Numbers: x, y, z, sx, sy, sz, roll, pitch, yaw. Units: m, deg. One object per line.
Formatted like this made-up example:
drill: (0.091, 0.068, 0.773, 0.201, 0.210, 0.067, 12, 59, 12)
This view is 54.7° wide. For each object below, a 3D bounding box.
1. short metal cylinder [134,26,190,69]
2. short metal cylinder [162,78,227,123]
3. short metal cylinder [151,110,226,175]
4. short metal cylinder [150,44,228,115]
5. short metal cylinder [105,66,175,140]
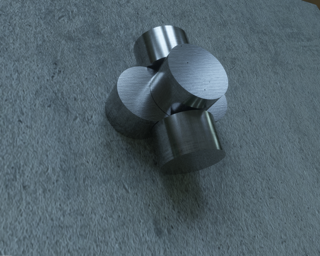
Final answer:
short metal cylinder: (0.007, -0.096, 0.434, 0.081, 0.080, 0.050, 0, 62, -29)
short metal cylinder: (0.046, -0.032, 0.435, 0.081, 0.050, 0.080, 14, 56, -21)
short metal cylinder: (0.034, 0.020, 0.378, 0.081, 0.080, 0.050, 0, 62, -29)
short metal cylinder: (0.035, -0.055, 0.378, 0.081, 0.050, 0.080, 14, 56, -21)
short metal cylinder: (-0.024, -0.031, 0.396, 0.081, 0.050, 0.080, 14, 56, -21)
